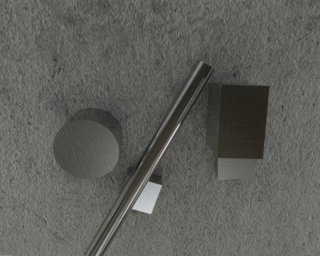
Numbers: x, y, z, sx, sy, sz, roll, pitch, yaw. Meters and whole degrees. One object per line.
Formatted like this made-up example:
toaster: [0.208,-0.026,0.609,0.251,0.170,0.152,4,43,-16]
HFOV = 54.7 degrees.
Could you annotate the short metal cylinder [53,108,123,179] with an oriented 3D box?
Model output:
short metal cylinder: [-0.091,0.019,0.402,0.081,0.050,0.079,0,110,-1]

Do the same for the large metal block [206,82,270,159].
large metal block: [0.088,-0.013,0.370,0.050,0.080,0.079,2,101,-1]

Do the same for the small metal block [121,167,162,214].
small metal block: [-0.029,0.089,0.442,0.050,0.025,0.050,17,109,-7]

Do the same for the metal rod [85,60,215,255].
metal rod: [-0.018,0.049,0.405,0.025,0.025,0.299,29,99,-11]

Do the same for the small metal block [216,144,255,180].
small metal block: [0.103,0.042,0.427,0.050,0.025,0.050,-4,110,1]
